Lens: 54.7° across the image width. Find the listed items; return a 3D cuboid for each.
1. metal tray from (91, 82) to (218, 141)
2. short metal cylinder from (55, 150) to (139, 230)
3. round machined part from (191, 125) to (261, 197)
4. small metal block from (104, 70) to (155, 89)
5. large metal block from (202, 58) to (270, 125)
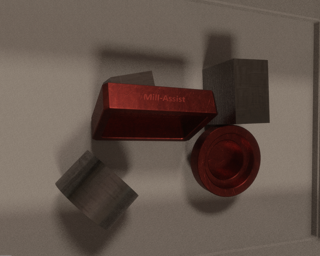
[{"bbox_3d":[-0.010,-0.014,0.370,0.131,0.090,0.030,2,66,-21],"label":"metal tray"},{"bbox_3d":[-0.071,0.071,0.356,0.080,0.080,0.050,45,76,-15],"label":"short metal cylinder"},{"bbox_3d":[0.087,0.043,0.433,0.099,0.042,0.097,-1,94,-20],"label":"round machined part"},{"bbox_3d":[-0.039,-0.051,0.384,0.050,0.050,0.025,-13,95,-20],"label":"small metal block"},{"bbox_3d":[0.100,-0.045,0.420,0.050,0.080,0.079,-2,91,-20],"label":"large metal block"}]
